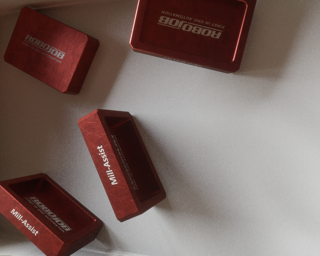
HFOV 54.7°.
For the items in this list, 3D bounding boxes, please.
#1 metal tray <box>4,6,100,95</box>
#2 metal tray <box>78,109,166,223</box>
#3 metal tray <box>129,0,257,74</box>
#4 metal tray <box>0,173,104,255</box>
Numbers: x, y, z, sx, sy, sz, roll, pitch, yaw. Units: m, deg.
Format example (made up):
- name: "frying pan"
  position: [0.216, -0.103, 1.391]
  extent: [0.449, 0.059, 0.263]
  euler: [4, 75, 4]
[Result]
- name: "metal tray"
  position: [-0.165, -0.116, 0.466]
  extent: [0.130, 0.030, 0.090]
  euler: [28, 99, 17]
- name: "metal tray"
  position: [-0.044, 0.042, 0.391]
  extent: [0.030, 0.090, 0.130]
  euler: [-27, 81, 18]
- name: "metal tray"
  position: [0.037, -0.123, 0.366]
  extent: [0.131, 0.030, 0.089]
  euler: [12, 97, -5]
- name: "metal tray"
  position: [-0.154, 0.117, 0.430]
  extent: [0.130, 0.090, 0.030]
  euler: [34, 101, 16]
